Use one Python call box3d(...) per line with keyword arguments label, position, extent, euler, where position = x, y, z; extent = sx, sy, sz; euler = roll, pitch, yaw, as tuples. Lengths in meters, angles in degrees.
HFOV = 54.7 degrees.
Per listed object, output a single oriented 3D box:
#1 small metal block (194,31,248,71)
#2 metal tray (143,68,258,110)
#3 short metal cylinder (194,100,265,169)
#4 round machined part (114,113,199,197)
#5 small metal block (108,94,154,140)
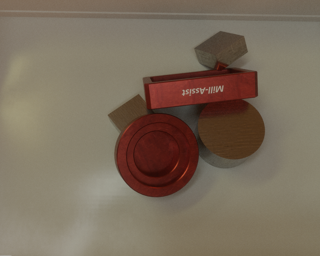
box3d(label="small metal block", position=(0.086, -0.110, 0.438), extent=(0.050, 0.025, 0.050), euler=(-36, 37, -13))
box3d(label="metal tray", position=(0.045, -0.053, 0.394), extent=(0.131, 0.090, 0.030), euler=(-7, 104, -3))
box3d(label="short metal cylinder", position=(0.086, 0.007, 0.395), extent=(0.081, 0.050, 0.080), euler=(0, 70, 0))
box3d(label="round machined part", position=(-0.006, 0.031, 0.376), extent=(0.099, 0.042, 0.097), euler=(-1, 92, -16))
box3d(label="small metal block", position=(-0.033, -0.009, 0.412), extent=(0.050, 0.025, 0.050), euler=(-36, 74, -12))
